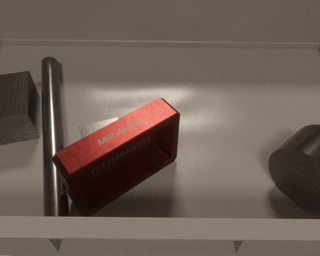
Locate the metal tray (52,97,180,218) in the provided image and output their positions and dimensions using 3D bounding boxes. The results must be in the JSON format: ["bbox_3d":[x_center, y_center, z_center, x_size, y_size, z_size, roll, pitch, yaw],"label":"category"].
[{"bbox_3d":[-0.040,0.032,0.335,0.131,0.089,0.030,-30,57,-23],"label":"metal tray"}]

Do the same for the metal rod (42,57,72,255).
[{"bbox_3d":[-0.136,0.009,0.395,0.025,0.025,0.300,-11,51,-9],"label":"metal rod"}]

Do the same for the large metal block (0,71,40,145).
[{"bbox_3d":[-0.207,-0.025,0.407,0.081,0.050,0.080,-10,51,-9],"label":"large metal block"}]

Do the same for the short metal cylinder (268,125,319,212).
[{"bbox_3d":[0.167,0.043,0.335,0.050,0.080,0.080,-34,58,-25],"label":"short metal cylinder"}]

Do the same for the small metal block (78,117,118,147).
[{"bbox_3d":[-0.071,0.018,0.389,0.050,0.025,0.050,-14,52,-12],"label":"small metal block"}]
